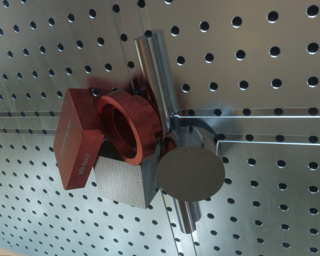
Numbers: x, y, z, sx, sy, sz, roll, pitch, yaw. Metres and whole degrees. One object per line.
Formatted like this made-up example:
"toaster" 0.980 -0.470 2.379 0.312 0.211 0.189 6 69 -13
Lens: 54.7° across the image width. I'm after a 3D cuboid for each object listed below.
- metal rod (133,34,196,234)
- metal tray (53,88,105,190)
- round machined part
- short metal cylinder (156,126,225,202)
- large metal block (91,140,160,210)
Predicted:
"metal rod" 0.013 0.026 0.421 0.025 0.025 0.298 1 119 28
"metal tray" -0.123 0.018 0.452 0.090 0.030 0.129 61 139 35
"round machined part" -0.036 -0.004 0.400 0.098 0.042 0.097 36 142 36
"short metal cylinder" 0.038 0.044 0.385 0.080 0.050 0.079 2 117 4
"large metal block" -0.049 0.065 0.461 0.080 0.050 0.079 10 123 23
